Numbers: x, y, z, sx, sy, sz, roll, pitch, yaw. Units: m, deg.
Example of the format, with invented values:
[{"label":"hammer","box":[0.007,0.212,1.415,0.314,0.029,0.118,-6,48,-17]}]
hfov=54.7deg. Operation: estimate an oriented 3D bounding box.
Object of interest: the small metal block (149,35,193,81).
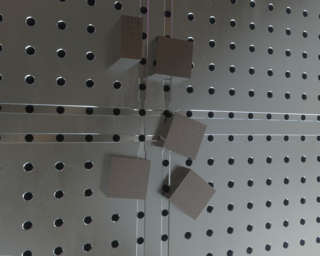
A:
[{"label":"small metal block","box":[0.015,-0.093,0.419,0.050,0.025,0.050,5,88,-20]}]

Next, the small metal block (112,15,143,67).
[{"label":"small metal block","box":[-0.041,-0.106,0.385,0.025,0.050,0.050,2,90,-20]}]

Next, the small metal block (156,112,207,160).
[{"label":"small metal block","box":[0.030,0.011,0.425,0.050,0.025,0.050,23,82,-19]}]

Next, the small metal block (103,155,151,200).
[{"label":"small metal block","box":[-0.042,0.063,0.398,0.050,0.025,0.050,9,87,-20]}]

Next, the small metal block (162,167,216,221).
[{"label":"small metal block","box":[0.041,0.090,0.429,0.050,0.025,0.050,42,77,-16]}]
